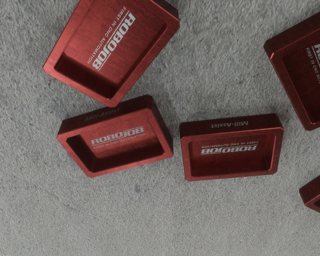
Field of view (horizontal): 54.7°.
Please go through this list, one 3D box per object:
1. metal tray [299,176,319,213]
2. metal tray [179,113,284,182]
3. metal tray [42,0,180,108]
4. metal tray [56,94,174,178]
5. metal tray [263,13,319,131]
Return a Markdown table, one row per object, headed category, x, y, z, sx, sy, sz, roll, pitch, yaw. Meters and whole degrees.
| category | x | y | z | sx | sy | sz | roll | pitch | yaw |
| --- | --- | --- | --- | --- | --- | --- | --- | --- | --- |
| metal tray | 0.306 | 0.111 | 0.501 | 0.131 | 0.030 | 0.090 | 26 | 126 | -21 |
| metal tray | 0.096 | 0.029 | 0.429 | 0.131 | 0.030 | 0.089 | -6 | 130 | 4 |
| metal tray | -0.053 | -0.090 | 0.325 | 0.090 | 0.030 | 0.129 | 29 | 124 | -23 |
| metal tray | -0.057 | 0.015 | 0.415 | 0.130 | 0.030 | 0.090 | -16 | 129 | 13 |
| metal tray | 0.186 | -0.063 | 0.351 | 0.090 | 0.030 | 0.130 | -27 | 125 | 21 |
